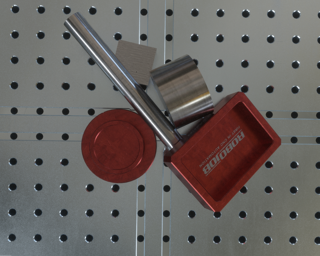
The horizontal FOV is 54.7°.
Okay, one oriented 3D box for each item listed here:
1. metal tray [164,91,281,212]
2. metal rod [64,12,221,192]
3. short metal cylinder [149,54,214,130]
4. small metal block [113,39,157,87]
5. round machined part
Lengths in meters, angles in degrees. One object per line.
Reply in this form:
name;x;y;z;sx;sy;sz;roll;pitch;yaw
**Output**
metal tray;0.081;0.028;0.391;0.130;0.030;0.090;-43;98;-16
metal rod;-0.012;-0.018;0.396;0.025;0.025;0.300;-40;98;0
short metal cylinder;0.026;-0.044;0.386;0.050;0.080;0.080;-25;90;0
small metal block;-0.034;-0.085;0.413;0.050;0.025;0.050;13;90;-1
round machined part;-0.054;0.024;0.403;0.099;0.042;0.097;0;90;-1
